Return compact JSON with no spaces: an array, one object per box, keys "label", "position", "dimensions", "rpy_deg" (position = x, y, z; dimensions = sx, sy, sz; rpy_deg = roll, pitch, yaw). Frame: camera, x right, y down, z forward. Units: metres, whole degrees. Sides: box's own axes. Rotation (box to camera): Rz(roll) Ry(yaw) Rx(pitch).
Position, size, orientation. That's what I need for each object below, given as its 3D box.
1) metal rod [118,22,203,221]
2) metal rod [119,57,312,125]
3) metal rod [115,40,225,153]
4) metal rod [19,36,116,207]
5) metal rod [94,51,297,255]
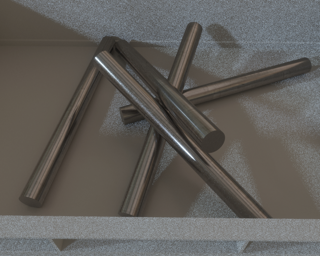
[{"label":"metal rod","position":[0.010,-0.029,0.401],"dimensions":[0.025,0.025,0.300],"rpy_deg":[13,60,11]},{"label":"metal rod","position":[0.090,-0.058,0.453],"dimensions":[0.302,0.025,0.025],"rpy_deg":[-16,52,-14]},{"label":"metal rod","position":[-0.007,-0.062,0.403],"dimensions":[0.025,0.025,0.300],"rpy_deg":[-18,36,-15]},{"label":"metal rod","position":[-0.114,-0.033,0.431],"dimensions":[0.025,0.025,0.300],"rpy_deg":[8,50,7]},{"label":"metal rod","position":[0.026,0.017,0.348],"dimensions":[0.025,0.025,0.300],"rpy_deg":[-36,72,-26]}]
